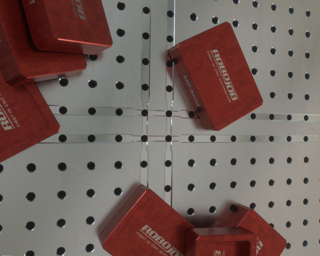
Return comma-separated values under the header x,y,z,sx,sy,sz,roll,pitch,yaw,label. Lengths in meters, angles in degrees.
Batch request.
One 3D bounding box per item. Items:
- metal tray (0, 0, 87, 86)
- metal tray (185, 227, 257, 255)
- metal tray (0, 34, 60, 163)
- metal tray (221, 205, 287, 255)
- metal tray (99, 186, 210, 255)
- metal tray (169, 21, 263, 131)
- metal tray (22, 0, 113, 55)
x,y,z,sx,sy,sz,roll,pitch,yaw,label
-0.139,-0.117,0.332,0.091,0.030,0.129,-28,102,-55,metal tray
0.077,0.199,0.405,0.091,0.030,0.129,5,88,-20,metal tray
-0.183,-0.033,0.342,0.090,0.030,0.130,-30,100,-17,metal tray
0.116,0.191,0.453,0.090,0.030,0.130,43,76,-15,metal tray
-0.002,0.151,0.409,0.130,0.030,0.090,44,76,-15,metal tray
0.081,-0.072,0.439,0.090,0.030,0.130,-29,100,-18,metal tray
-0.106,-0.149,0.337,0.090,0.030,0.129,-15,90,-59,metal tray
